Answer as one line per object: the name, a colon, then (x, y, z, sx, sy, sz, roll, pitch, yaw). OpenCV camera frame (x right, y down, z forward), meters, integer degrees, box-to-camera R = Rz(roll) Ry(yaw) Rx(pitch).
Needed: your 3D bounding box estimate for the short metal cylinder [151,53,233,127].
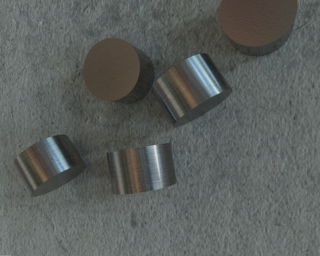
short metal cylinder: (0.037, -0.043, 0.366, 0.080, 0.080, 0.050, -34, 79, 16)

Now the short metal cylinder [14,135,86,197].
short metal cylinder: (-0.152, 0.052, 0.432, 0.080, 0.080, 0.050, -37, 79, 16)

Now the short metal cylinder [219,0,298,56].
short metal cylinder: (0.112, -0.128, 0.356, 0.080, 0.050, 0.079, 0, 90, 19)

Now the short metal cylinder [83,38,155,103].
short metal cylinder: (-0.054, -0.074, 0.414, 0.080, 0.050, 0.079, 0, 90, 19)

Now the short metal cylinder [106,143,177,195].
short metal cylinder: (-0.023, 0.049, 0.387, 0.080, 0.080, 0.050, -10, 87, 19)
